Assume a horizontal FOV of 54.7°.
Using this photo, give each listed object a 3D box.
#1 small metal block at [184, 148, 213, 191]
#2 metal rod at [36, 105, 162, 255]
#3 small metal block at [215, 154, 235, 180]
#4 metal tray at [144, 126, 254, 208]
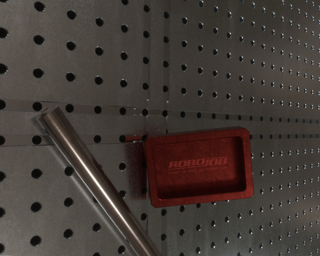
[{"bbox_3d":[0.051,0.058,0.435,0.025,0.050,0.050,-65,141,-75],"label":"small metal block"},{"bbox_3d":[-0.047,0.104,0.371,0.025,0.025,0.299,-44,117,-31],"label":"metal rod"},{"bbox_3d":[0.083,0.064,0.465,0.025,0.050,0.050,-21,104,-40],"label":"small metal block"},{"bbox_3d":[0.049,0.049,0.400,0.131,0.030,0.089,-6,95,-1],"label":"metal tray"}]
